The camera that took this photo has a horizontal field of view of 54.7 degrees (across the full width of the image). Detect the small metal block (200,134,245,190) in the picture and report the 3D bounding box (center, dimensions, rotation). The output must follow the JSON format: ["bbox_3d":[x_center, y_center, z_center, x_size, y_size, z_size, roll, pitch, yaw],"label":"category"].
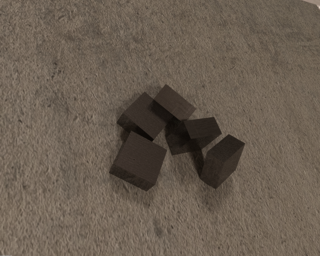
[{"bbox_3d":[0.081,0.044,0.403,0.025,0.050,0.050,33,46,28],"label":"small metal block"}]

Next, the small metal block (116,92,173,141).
[{"bbox_3d":[-0.019,-0.011,0.402,0.050,0.025,0.050,41,51,-1],"label":"small metal block"}]

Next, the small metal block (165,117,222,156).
[{"bbox_3d":[0.043,0.011,0.406,0.050,0.050,0.025,-8,66,-32],"label":"small metal block"}]

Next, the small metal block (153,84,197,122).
[{"bbox_3d":[0.019,-0.032,0.417,0.050,0.050,0.025,39,94,-2],"label":"small metal block"}]

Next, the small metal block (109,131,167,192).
[{"bbox_3d":[-0.025,0.039,0.368,0.050,0.025,0.050,29,52,-10],"label":"small metal block"}]
